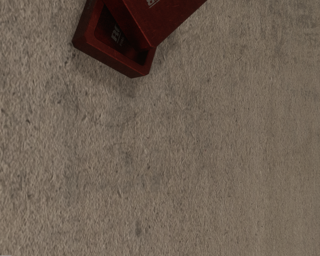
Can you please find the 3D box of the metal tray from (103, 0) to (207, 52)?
[{"bbox_3d":[-0.002,-0.161,0.361,0.130,0.030,0.090,-49,120,-29],"label":"metal tray"}]

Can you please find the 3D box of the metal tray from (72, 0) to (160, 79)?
[{"bbox_3d":[-0.039,-0.136,0.369,0.090,0.030,0.130,25,74,-38],"label":"metal tray"}]
